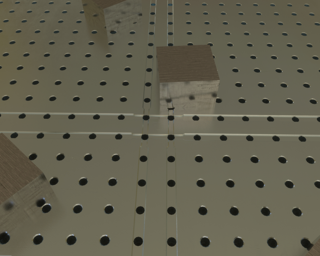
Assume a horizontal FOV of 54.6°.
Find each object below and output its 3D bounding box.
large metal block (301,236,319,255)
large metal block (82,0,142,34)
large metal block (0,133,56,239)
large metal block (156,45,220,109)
[{"bbox_3d":[0.155,0.147,0.269,0.080,0.050,0.080,-33,58,-25],"label":"large metal block"},{"bbox_3d":[-0.091,-0.231,0.585,0.080,0.050,0.080,-32,57,-24],"label":"large metal block"},{"bbox_3d":[-0.177,0.064,0.337,0.080,0.050,0.080,34,58,25],"label":"large metal block"},{"bbox_3d":[0.037,-0.077,0.456,0.080,0.050,0.080,-3,50,-3],"label":"large metal block"}]
